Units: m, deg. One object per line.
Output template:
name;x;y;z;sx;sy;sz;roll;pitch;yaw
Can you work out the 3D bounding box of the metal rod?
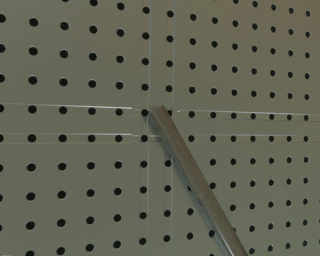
metal rod;0.067;0.103;0.437;0.025;0.025;0.299;-33;101;-17
